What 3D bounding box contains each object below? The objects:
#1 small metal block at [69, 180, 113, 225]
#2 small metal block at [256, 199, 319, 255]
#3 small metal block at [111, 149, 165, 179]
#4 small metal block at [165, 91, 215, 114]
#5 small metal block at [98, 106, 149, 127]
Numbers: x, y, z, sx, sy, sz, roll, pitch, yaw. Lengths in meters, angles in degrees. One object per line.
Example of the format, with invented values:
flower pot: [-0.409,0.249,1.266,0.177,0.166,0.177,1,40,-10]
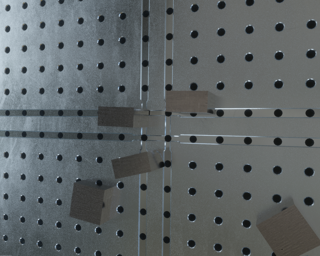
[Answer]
small metal block: [-0.099,0.106,0.446,0.050,0.025,0.050,9,93,19]
small metal block: [0.149,0.120,0.360,0.050,0.025,0.050,-36,79,16]
small metal block: [-0.028,0.047,0.408,0.050,0.050,0.025,-15,85,19]
small metal block: [0.039,-0.031,0.385,0.050,0.050,0.025,3,91,19]
small metal block: [-0.048,-0.014,0.415,0.050,0.050,0.025,3,91,19]
